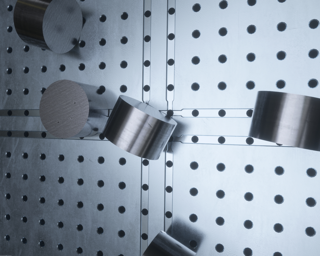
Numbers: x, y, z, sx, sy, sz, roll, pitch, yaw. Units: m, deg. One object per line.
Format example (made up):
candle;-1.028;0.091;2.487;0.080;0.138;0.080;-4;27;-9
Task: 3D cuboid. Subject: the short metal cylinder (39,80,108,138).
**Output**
short metal cylinder;-0.122;-0.026;0.442;0.080;0.050;0.079;0;90;20

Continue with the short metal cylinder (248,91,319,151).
short metal cylinder;0.141;-0.008;0.334;0.080;0.080;0.050;12;94;19

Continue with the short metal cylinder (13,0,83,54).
short metal cylinder;-0.156;-0.151;0.438;0.050;0.080;0.080;20;97;19

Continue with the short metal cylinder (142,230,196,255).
short metal cylinder;0.003;0.176;0.382;0.050;0.080;0.080;29;100;17

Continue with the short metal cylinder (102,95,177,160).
short metal cylinder;-0.025;-0.001;0.392;0.080;0.080;0.050;30;100;17
